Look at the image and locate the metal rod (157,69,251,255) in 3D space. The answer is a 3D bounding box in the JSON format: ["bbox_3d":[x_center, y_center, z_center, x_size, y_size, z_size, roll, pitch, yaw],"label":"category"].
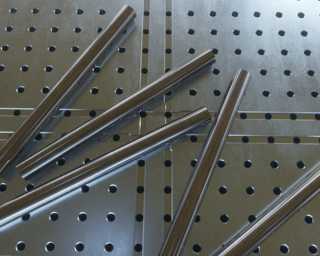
[{"bbox_3d":[0.056,0.052,0.393,0.025,0.025,0.300,23,71,8],"label":"metal rod"}]

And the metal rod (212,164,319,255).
[{"bbox_3d":[0.111,0.127,0.366,0.301,0.025,0.025,-35,74,-12],"label":"metal rod"}]

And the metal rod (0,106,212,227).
[{"bbox_3d":[-0.070,0.046,0.393,0.302,0.025,0.025,-26,72,-10],"label":"metal rod"}]

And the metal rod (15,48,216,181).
[{"bbox_3d":[-0.050,-0.024,0.419,0.301,0.025,0.025,-33,74,-12],"label":"metal rod"}]

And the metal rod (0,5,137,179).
[{"bbox_3d":[-0.128,-0.061,0.432,0.025,0.025,0.300,32,73,10],"label":"metal rod"}]
